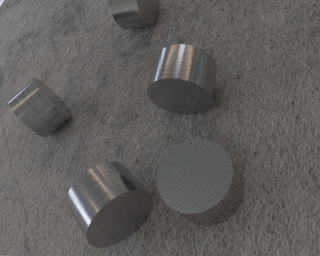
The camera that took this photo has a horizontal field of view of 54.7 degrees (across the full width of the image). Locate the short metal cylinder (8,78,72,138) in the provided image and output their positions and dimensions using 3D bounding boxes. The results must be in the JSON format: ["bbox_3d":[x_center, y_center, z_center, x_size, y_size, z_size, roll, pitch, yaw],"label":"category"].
[{"bbox_3d":[-0.186,-0.031,0.486,0.050,0.080,0.080,-42,51,0],"label":"short metal cylinder"}]

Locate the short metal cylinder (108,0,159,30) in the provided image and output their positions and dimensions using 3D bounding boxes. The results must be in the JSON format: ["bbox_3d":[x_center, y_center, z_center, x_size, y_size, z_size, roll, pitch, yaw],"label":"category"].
[{"bbox_3d":[-0.042,-0.210,0.520,0.050,0.080,0.080,-2,61,27],"label":"short metal cylinder"}]

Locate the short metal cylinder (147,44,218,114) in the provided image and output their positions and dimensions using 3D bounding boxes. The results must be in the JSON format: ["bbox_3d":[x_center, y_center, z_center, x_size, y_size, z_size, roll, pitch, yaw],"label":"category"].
[{"bbox_3d":[0.029,-0.059,0.390,0.080,0.080,0.050,-1,61,28],"label":"short metal cylinder"}]

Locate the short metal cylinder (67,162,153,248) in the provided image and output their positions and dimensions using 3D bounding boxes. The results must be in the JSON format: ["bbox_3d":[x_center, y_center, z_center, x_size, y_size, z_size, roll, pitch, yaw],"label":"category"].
[{"bbox_3d":[-0.055,0.085,0.346,0.080,0.080,0.050,-46,51,-4],"label":"short metal cylinder"}]

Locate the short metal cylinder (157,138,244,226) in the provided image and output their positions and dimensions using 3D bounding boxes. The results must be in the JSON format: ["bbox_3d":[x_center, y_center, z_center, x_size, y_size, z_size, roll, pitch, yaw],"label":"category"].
[{"bbox_3d":[0.044,0.058,0.330,0.080,0.050,0.080,-13,56,21],"label":"short metal cylinder"}]
